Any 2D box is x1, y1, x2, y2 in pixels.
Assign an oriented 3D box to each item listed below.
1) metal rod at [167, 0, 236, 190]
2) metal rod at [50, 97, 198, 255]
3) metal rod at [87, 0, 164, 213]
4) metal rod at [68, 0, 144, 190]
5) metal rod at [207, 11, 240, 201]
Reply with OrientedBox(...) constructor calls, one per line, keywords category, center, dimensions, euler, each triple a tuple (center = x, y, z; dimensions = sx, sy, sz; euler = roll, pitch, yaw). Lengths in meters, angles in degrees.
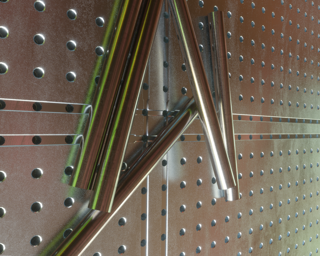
OrientedBox(category="metal rod", center=(0.054, -0.062, 0.429), dimensions=(0.025, 0.025, 0.298), euler=(-17, 93, -39))
OrientedBox(category="metal rod", center=(-0.029, 0.057, 0.386), dimensions=(0.301, 0.025, 0.025), euler=(-48, 119, -29))
OrientedBox(category="metal rod", center=(-0.033, -0.053, 0.371), dimensions=(0.025, 0.025, 0.299), euler=(25, 71, -38))
OrientedBox(category="metal rod", center=(-0.053, -0.078, 0.366), dimensions=(0.025, 0.025, 0.299), euler=(23, 76, -38))
OrientedBox(category="metal rod", center=(0.103, -0.032, 0.497), dimensions=(0.025, 0.025, 0.298), euler=(-11, 97, -40))
